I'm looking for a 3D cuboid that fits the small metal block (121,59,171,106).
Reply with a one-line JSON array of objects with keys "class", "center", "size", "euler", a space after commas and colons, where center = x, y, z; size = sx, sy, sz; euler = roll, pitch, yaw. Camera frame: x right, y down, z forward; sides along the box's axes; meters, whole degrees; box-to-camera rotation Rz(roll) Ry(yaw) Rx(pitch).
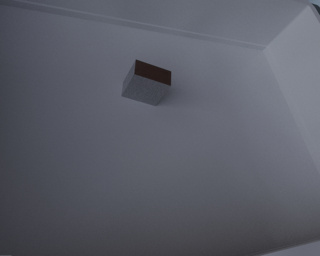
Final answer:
[{"class": "small metal block", "center": [-0.019, -0.059, 0.415], "size": [0.050, 0.050, 0.025], "euler": [15, 56, -20]}]
